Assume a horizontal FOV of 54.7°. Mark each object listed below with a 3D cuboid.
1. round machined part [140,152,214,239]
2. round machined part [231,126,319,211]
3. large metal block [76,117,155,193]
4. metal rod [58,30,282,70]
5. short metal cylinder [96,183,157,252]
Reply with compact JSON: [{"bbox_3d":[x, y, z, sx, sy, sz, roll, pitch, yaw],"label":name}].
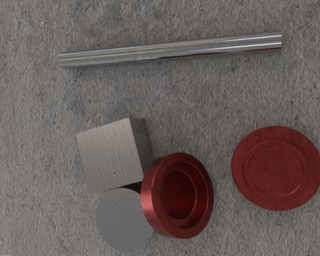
[{"bbox_3d":[0.016,0.080,0.372,0.042,0.099,0.097,-19,83,48],"label":"round machined part"},{"bbox_3d":[0.132,0.046,0.354,0.098,0.042,0.097,0,90,20],"label":"round machined part"},{"bbox_3d":[-0.056,0.036,0.416,0.080,0.050,0.080,-17,85,19],"label":"large metal block"},{"bbox_3d":[-0.001,-0.100,0.409,0.301,0.025,0.025,0,90,19],"label":"metal rod"},{"bbox_3d":[-0.036,0.114,0.409,0.080,0.050,0.080,0,90,20],"label":"short metal cylinder"}]
